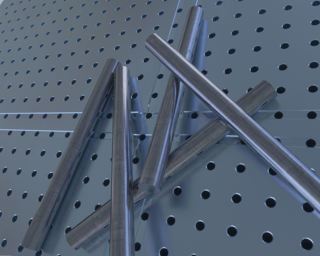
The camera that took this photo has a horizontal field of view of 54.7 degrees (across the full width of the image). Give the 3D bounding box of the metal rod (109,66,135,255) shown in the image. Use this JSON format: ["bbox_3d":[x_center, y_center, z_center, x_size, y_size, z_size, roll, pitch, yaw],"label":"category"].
[{"bbox_3d":[-0.048,0.023,0.394,0.025,0.025,0.300,-21,47,16],"label":"metal rod"}]

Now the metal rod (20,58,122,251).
[{"bbox_3d":[-0.121,0.024,0.455,0.025,0.025,0.300,6,64,30],"label":"metal rod"}]

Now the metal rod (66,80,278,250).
[{"bbox_3d":[0.012,0.045,0.372,0.300,0.025,0.025,-38,51,2],"label":"metal rod"}]

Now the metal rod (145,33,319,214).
[{"bbox_3d":[0.077,-0.018,0.345,0.025,0.025,0.300,-41,61,0],"label":"metal rod"}]

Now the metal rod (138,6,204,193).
[{"bbox_3d":[0.023,-0.058,0.412,0.025,0.025,0.300,-2,55,27],"label":"metal rod"}]
